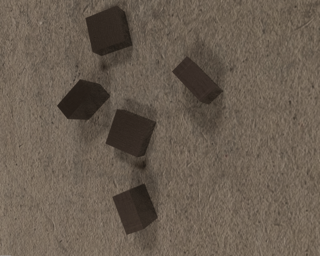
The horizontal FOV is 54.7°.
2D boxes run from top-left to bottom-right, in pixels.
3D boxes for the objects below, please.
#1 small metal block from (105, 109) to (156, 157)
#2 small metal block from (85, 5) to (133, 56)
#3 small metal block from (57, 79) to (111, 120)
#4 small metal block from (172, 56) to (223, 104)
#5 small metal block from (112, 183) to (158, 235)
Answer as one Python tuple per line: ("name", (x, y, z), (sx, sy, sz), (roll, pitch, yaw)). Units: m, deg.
("small metal block", (-0.040, 0.006, 0.422), (0.050, 0.025, 0.050), (22, 97, 18))
("small metal block", (-0.071, -0.135, 0.433), (0.050, 0.025, 0.050), (-14, 86, 19))
("small metal block", (-0.105, -0.038, 0.431), (0.050, 0.050, 0.025), (-45, 76, 14))
("small metal block", (0.047, -0.057, 0.379), (0.025, 0.050, 0.050), (-45, 77, 14))
("small metal block", (-0.031, 0.105, 0.406), (0.025, 0.050, 0.050), (-24, 82, 18))
